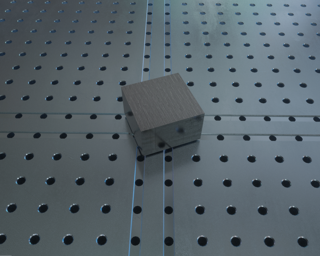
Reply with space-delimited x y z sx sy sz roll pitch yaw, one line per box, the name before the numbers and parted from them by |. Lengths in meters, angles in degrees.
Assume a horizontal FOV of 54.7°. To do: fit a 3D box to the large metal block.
large metal block | 0.002 -0.019 0.404 0.081 0.050 0.080 -16 52 -14
